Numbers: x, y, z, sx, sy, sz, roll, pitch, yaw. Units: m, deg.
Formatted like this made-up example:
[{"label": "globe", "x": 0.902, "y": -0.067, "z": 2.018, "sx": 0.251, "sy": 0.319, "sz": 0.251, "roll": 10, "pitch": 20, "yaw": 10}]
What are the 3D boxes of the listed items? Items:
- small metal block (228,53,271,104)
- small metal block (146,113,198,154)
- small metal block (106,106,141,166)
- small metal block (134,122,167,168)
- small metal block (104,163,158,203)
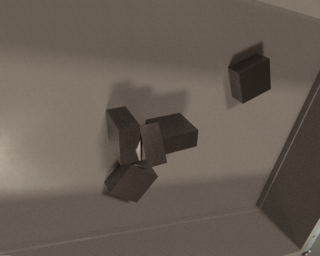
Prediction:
[{"label": "small metal block", "x": 0.127, "y": -0.070, "z": 0.437, "sx": 0.050, "sy": 0.025, "sz": 0.050, "roll": -27, "pitch": 128, "yaw": -12}, {"label": "small metal block", "x": 0.015, "y": 0.006, "z": 0.406, "sx": 0.050, "sy": 0.050, "sz": 0.025, "roll": -12, "pitch": 124, "yaw": -22}, {"label": "small metal block", "x": -0.045, "y": 0.008, "z": 0.375, "sx": 0.025, "sy": 0.050, "sz": 0.050, "roll": -13, "pitch": 124, "yaw": -21}, {"label": "small metal block", "x": -0.018, "y": 0.021, "z": 0.385, "sx": 0.025, "sy": 0.050, "sz": 0.050, "roll": -13, "pitch": 92, "yaw": -24}, {"label": "small metal block", "x": -0.040, "y": 0.072, "z": 0.433, "sx": 0.050, "sy": 0.025, "sz": 0.050, "roll": 31, "pitch": 101, "yaw": -38}]
